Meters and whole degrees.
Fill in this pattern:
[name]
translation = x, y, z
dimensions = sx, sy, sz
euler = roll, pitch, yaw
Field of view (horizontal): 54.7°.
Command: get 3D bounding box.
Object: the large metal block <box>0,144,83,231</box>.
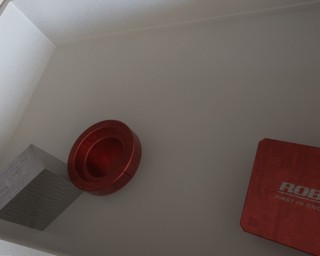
[large metal block]
translation = -0.160, 0.079, 0.403
dimensions = 0.080, 0.080, 0.050
euler = -44, 51, -2

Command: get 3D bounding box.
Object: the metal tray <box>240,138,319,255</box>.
[metal tray]
translation = 0.146, 0.065, 0.271
dimensions = 0.130, 0.030, 0.090
euler = 11, 83, 32

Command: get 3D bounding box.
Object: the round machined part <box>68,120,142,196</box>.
[round machined part]
translation = -0.067, 0.041, 0.403
dimensions = 0.098, 0.042, 0.098
euler = -13, 56, 20
